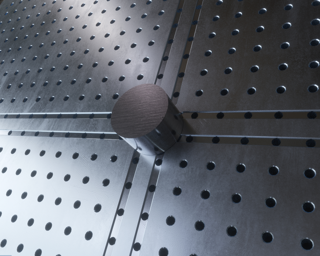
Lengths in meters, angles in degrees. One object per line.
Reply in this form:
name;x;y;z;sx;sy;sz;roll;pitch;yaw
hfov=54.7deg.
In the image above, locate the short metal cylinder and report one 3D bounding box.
short metal cylinder;-0.016;-0.011;0.405;0.080;0.050;0.080;-13;56;20
